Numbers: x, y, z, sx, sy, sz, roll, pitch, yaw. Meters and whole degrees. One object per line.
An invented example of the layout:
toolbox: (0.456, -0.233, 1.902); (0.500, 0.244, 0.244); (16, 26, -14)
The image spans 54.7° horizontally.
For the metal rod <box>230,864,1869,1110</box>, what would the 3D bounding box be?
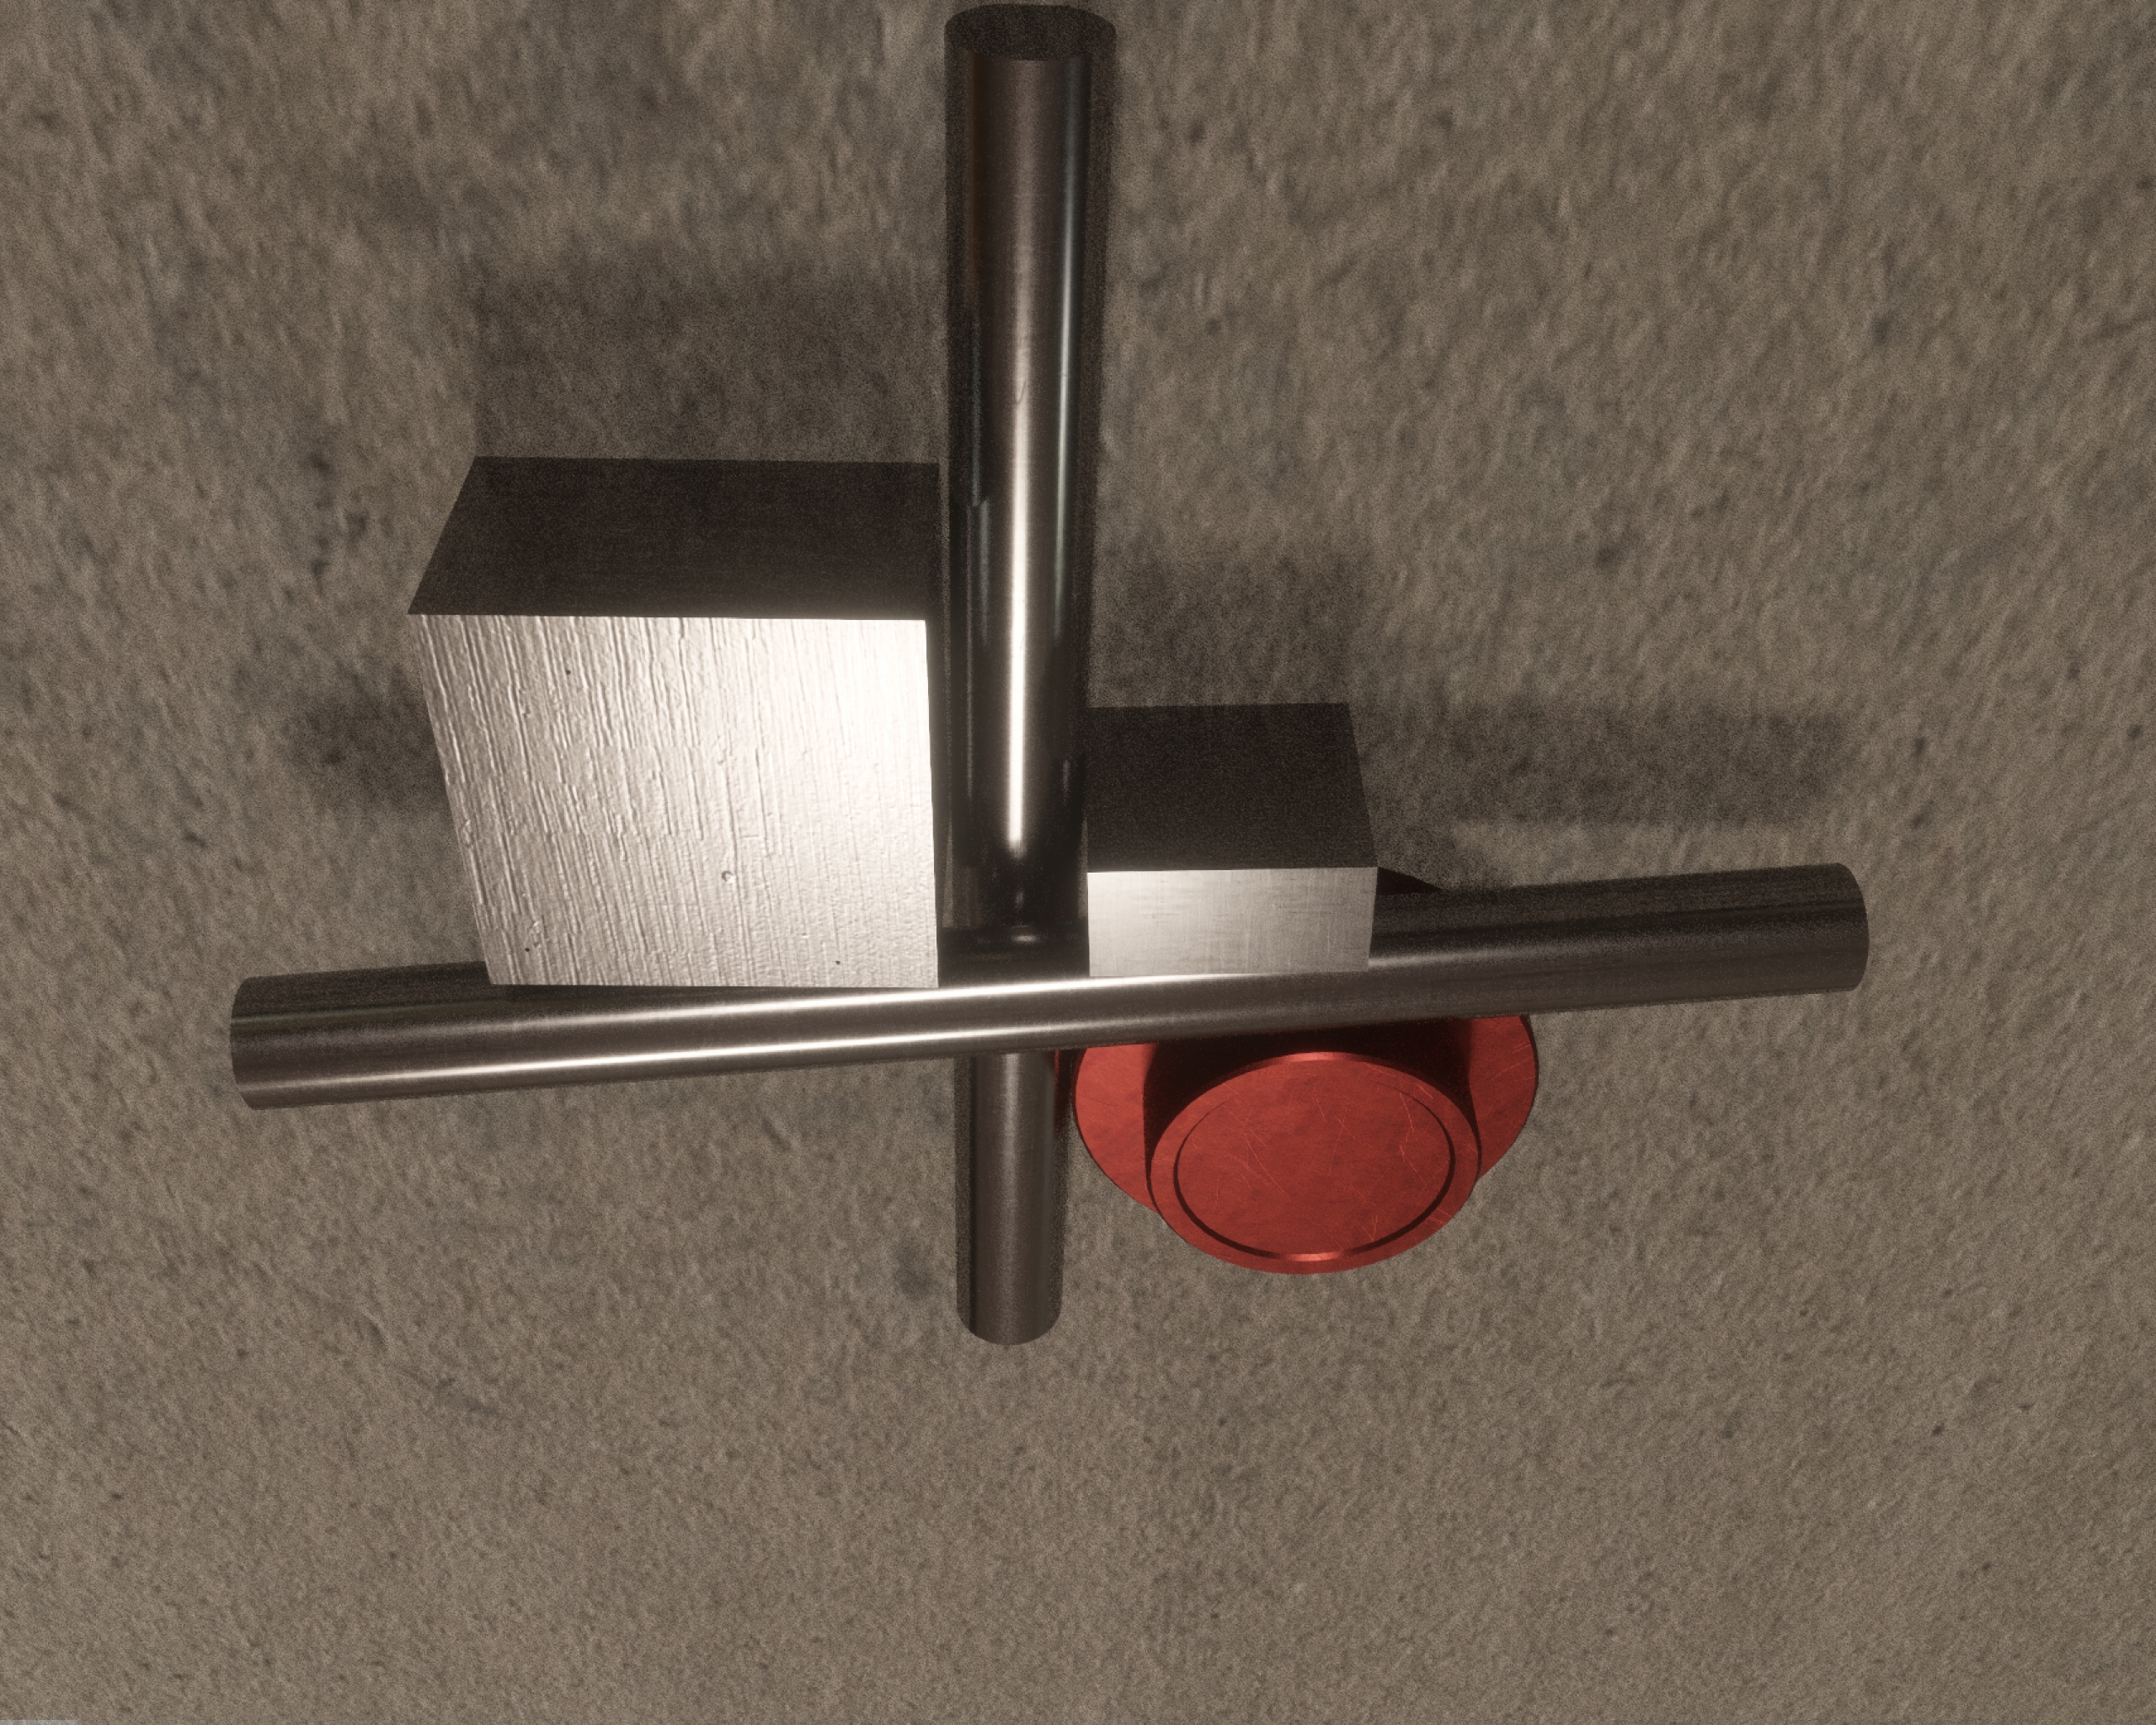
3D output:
metal rod: (-0.003, 0.023, 0.396); (0.302, 0.025, 0.025); (-4, 130, -3)

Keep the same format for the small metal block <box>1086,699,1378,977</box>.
small metal block: (0.027, -0.005, 0.388); (0.050, 0.050, 0.025); (-1, 130, 0)

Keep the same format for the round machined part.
round machined part: (0.048, 0.050, 0.440); (0.099, 0.042, 0.097); (-1, 130, 0)

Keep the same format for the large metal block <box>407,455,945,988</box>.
large metal block: (-0.065, -0.024, 0.370); (0.081, 0.050, 0.079); (1, 130, -1)

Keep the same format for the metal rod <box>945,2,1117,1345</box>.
metal rod: (-0.012, -0.008, 0.401); (0.025, 0.025, 0.298); (1, 130, -2)
